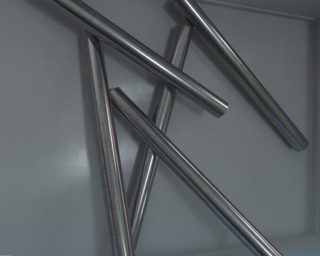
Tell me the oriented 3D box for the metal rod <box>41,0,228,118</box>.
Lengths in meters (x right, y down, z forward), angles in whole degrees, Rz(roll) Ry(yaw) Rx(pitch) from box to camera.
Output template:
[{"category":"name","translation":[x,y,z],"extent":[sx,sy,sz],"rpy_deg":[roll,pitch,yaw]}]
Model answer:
[{"category":"metal rod","translation":[-0.040,-0.099,0.369],"extent":[0.301,0.025,0.025],"rpy_deg":[32,80,-17]}]

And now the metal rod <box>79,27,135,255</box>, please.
[{"category":"metal rod","translation":[-0.060,0.026,0.356],"extent":[0.025,0.025,0.298],"rpy_deg":[-7,80,-20]}]

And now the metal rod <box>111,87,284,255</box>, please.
[{"category":"metal rod","translation":[0.044,0.064,0.378],"extent":[0.025,0.025,0.300],"rpy_deg":[-43,86,-15]}]

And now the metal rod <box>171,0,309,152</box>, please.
[{"category":"metal rod","translation":[0.125,-0.072,0.451],"extent":[0.300,0.025,0.025],"rpy_deg":[45,76,-18]}]

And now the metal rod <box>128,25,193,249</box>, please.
[{"category":"metal rod","translation":[-0.005,0.008,0.409],"extent":[0.025,0.025,0.299],"rpy_deg":[17,84,-20]}]
